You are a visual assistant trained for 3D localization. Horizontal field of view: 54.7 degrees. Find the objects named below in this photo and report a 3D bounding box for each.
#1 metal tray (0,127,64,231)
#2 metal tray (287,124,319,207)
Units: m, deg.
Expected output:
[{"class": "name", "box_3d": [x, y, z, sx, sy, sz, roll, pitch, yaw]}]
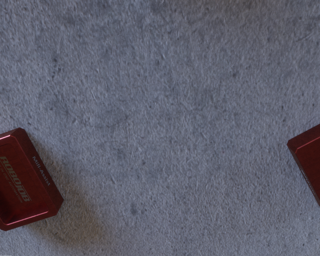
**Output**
[{"class": "metal tray", "box_3d": [-0.206, 0.074, 0.431, 0.090, 0.030, 0.129, -19, 109, 6]}, {"class": "metal tray", "box_3d": [0.248, 0.053, 0.430, 0.090, 0.030, 0.130, -31, 108, 10]}]
